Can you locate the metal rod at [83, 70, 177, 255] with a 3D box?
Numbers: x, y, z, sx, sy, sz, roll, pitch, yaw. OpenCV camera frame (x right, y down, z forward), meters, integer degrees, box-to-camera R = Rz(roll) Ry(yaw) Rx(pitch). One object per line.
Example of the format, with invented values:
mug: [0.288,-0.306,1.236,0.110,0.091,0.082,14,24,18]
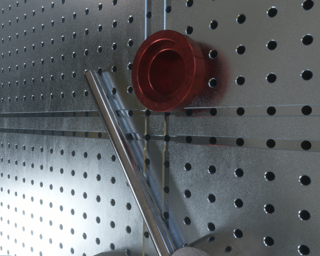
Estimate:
metal rod: [-0.049,0.041,0.447,0.025,0.025,0.299,-39,66,33]

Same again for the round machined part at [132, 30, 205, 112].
round machined part: [0.014,-0.068,0.385,0.098,0.042,0.097,0,90,39]

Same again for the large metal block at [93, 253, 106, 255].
large metal block: [-0.084,0.245,0.460,0.080,0.050,0.079,6,94,39]

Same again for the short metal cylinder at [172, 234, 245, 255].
short metal cylinder: [0.054,0.167,0.347,0.080,0.050,0.079,0,90,39]
